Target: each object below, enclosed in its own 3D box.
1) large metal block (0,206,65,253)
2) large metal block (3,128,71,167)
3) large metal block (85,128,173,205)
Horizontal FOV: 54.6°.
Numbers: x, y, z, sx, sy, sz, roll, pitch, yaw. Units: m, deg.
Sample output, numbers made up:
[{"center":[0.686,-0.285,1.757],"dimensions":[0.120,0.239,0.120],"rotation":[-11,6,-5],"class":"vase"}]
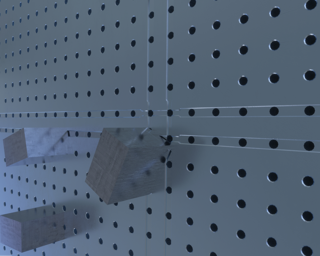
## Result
[{"center":[-0.234,0.182,0.569],"dimensions":[0.080,0.081,0.050],"rotation":[-2,89,40],"class":"large metal block"},{"center":[-0.222,0.034,0.559],"dimensions":[0.080,0.081,0.050],"rotation":[-20,78,38],"class":"large metal block"},{"center":[-0.041,0.046,0.408],"dimensions":[0.050,0.081,0.080],"rotation":[35,112,34],"class":"large metal block"}]
